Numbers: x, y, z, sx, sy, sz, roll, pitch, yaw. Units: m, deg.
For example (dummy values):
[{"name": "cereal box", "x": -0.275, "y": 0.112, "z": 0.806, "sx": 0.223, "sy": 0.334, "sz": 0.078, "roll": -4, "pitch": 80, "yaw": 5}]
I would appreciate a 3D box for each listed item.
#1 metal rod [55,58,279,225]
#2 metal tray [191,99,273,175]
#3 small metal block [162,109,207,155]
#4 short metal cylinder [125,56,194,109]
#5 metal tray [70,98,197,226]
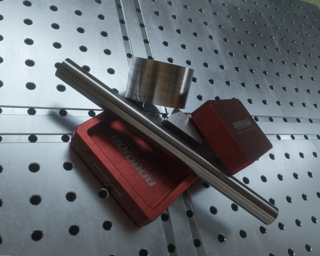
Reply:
[{"name": "metal rod", "x": 0.012, "y": 0.019, "z": 0.360, "sx": 0.301, "sy": 0.025, "sz": 0.025, "roll": 36, "pitch": 51, "yaw": -5}, {"name": "metal tray", "x": 0.102, "y": 0.005, "z": 0.419, "sx": 0.090, "sy": 0.030, "sz": 0.131, "roll": 57, "pitch": 28, "yaw": 13}, {"name": "small metal block", "x": 0.024, "y": 0.008, "z": 0.394, "sx": 0.050, "sy": 0.050, "sz": 0.025, "roll": 35, "pitch": 51, "yaw": -5}, {"name": "short metal cylinder", "x": -0.001, "y": -0.058, "z": 0.395, "sx": 0.081, "sy": 0.080, "sz": 0.050, "roll": 8, "pitch": 100, "yaw": -24}, {"name": "metal tray", "x": -0.028, "y": 0.035, "z": 0.363, "sx": 0.130, "sy": 0.030, "sz": 0.091, "roll": 49, "pitch": 51, "yaw": 6}]
